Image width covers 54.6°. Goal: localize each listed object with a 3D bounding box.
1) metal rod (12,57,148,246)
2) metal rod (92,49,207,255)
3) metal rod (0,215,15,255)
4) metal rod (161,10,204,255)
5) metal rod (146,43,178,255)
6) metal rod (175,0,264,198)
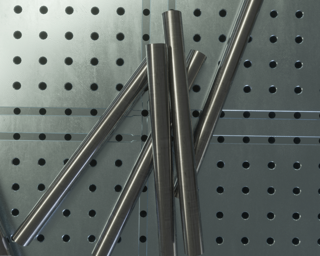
[{"bbox_3d":[-0.095,0.028,0.412,0.025,0.025,0.300,37,90,0],"label":"metal rod"},{"bbox_3d":[-0.014,0.036,0.413,0.025,0.025,0.299,26,90,0],"label":"metal rod"},{"bbox_3d":[-0.251,0.050,0.411,0.025,0.025,0.299,-20,90,0],"label":"metal rod"},{"bbox_3d":[0.029,0.006,0.387,0.025,0.025,0.298,-5,90,0],"label":"metal rod"},{"bbox_3d":[0.004,0.048,0.392,0.025,0.025,0.298,-3,98,0],"label":"metal rod"},{"bbox_3d":[0.079,-0.048,0.413,0.025,0.025,0.299,21,90,0],"label":"metal rod"}]
